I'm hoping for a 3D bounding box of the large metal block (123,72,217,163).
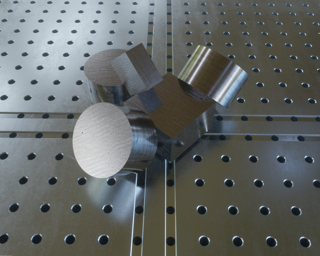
[{"bbox_3d":[0.012,-0.016,0.397,0.080,0.050,0.080,37,59,26],"label":"large metal block"}]

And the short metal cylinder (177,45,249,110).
[{"bbox_3d":[0.070,-0.067,0.415,0.080,0.080,0.050,36,97,26],"label":"short metal cylinder"}]

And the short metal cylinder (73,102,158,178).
[{"bbox_3d":[-0.050,0.014,0.347,0.080,0.050,0.080,-2,85,29],"label":"short metal cylinder"}]

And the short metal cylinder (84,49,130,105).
[{"bbox_3d":[-0.064,-0.069,0.444,0.081,0.050,0.080,0,50,0],"label":"short metal cylinder"}]

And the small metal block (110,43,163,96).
[{"bbox_3d":[-0.030,-0.071,0.382,0.025,0.050,0.050,-38,16,-25],"label":"small metal block"}]
